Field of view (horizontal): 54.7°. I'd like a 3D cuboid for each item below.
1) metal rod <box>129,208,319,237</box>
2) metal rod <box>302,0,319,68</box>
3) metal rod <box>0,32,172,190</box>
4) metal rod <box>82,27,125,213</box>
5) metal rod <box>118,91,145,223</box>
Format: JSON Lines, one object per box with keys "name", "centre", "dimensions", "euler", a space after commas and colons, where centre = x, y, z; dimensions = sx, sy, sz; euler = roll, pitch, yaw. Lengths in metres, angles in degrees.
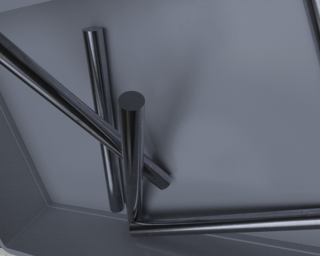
{"name": "metal rod", "centre": [0.088, 0.133, 0.427], "dimensions": [0.300, 0.025, 0.025], "euler": [-13, 112, 28]}
{"name": "metal rod", "centre": [0.193, 0.006, 0.310], "dimensions": [0.025, 0.025, 0.299], "euler": [-13, 112, 33]}
{"name": "metal rod", "centre": [-0.085, -0.008, 0.376], "dimensions": [0.025, 0.025, 0.300], "euler": [-20, 130, 35]}
{"name": "metal rod", "centre": [-0.077, 0.008, 0.452], "dimensions": [0.025, 0.025, 0.298], "euler": [11, 123, 21]}
{"name": "metal rod", "centre": [-0.035, 0.064, 0.407], "dimensions": [0.025, 0.025, 0.298], "euler": [24, 145, 13]}
